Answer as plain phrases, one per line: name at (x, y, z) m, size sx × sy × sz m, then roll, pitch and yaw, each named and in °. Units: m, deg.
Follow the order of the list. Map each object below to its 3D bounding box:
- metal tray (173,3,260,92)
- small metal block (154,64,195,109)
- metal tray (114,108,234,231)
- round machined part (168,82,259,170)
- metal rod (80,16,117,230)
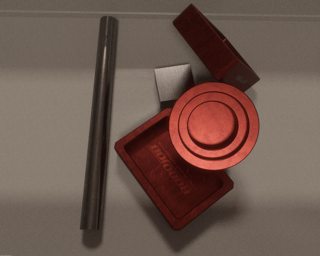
metal tray at (0.076, -0.095, 0.392) m, size 0.030 × 0.131 × 0.090 m, roll -40°, pitch 72°, yaw 21°
small metal block at (0.021, -0.058, 0.431) m, size 0.050 × 0.025 × 0.050 m, roll -9°, pitch 70°, yaw -4°
metal tray at (0.016, 0.049, 0.389) m, size 0.090 × 0.030 × 0.130 m, roll -35°, pitch 74°, yaw -12°
round machined part at (0.060, -0.003, 0.358) m, size 0.099 × 0.042 × 0.097 m, roll 0°, pitch 94°, yaw 5°
metal rod at (-0.080, -0.021, 0.416) m, size 0.025 × 0.025 × 0.299 m, roll 1°, pitch 70°, yaw 0°
